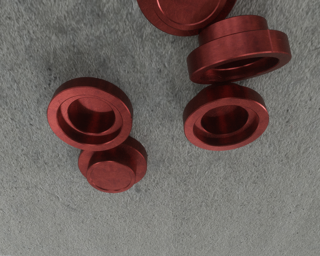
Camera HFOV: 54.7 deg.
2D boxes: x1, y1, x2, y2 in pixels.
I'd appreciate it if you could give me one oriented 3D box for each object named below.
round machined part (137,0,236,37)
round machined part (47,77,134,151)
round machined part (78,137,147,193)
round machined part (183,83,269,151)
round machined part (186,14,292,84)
[{"bbox_3d":[0.025,-0.130,0.285,0.099,0.042,0.097,0,130,0],"label":"round machined part"},{"bbox_3d":[-0.082,-0.021,0.377,0.099,0.042,0.097,0,130,0],"label":"round machined part"},{"bbox_3d":[-0.068,0.056,0.443,0.099,0.042,0.097,0,130,0],"label":"round machined part"},{"bbox_3d":[0.077,-0.017,0.375,0.099,0.042,0.097,-1,141,-1],"label":"round machined part"},{"bbox_3d":[0.075,-0.077,0.308,0.099,0.042,0.098,-9,174,-1],"label":"round machined part"}]
